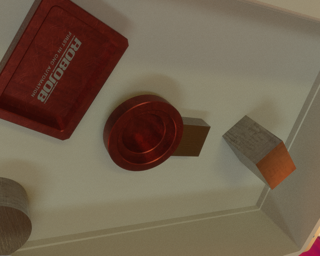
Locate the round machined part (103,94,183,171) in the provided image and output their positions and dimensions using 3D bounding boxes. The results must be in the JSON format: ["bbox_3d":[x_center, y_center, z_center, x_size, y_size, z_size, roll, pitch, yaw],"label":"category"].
[{"bbox_3d":[-0.024,0.003,0.388,0.099,0.042,0.097,-14,125,-21],"label":"round machined part"}]

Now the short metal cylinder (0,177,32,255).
[{"bbox_3d":[-0.192,0.103,0.352,0.081,0.050,0.079,-14,125,-21],"label":"short metal cylinder"}]

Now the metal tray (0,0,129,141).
[{"bbox_3d":[-0.104,-0.059,0.312,0.090,0.030,0.129,26,104,-38],"label":"metal tray"}]

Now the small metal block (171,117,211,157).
[{"bbox_3d":[0.037,0.012,0.438,0.050,0.025,0.050,4,116,-31],"label":"small metal block"}]

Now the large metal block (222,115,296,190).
[{"bbox_3d":[0.154,0.038,0.483,0.050,0.080,0.080,-42,130,0],"label":"large metal block"}]
